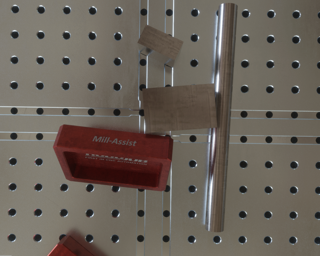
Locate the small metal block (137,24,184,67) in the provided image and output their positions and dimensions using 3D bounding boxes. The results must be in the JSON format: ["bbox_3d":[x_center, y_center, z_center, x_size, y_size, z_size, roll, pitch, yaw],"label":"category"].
[{"bbox_3d":[0.001,-0.104,0.401,0.050,0.050,0.025,25,90,-1],"label":"small metal block"}]

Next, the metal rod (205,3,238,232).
[{"bbox_3d":[0.082,-0.014,0.414,0.025,0.025,0.298,4,90,-1],"label":"metal rod"}]

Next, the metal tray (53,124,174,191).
[{"bbox_3d":[-0.054,0.040,0.379,0.131,0.090,0.030,7,55,-1],"label":"metal tray"}]

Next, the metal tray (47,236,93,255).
[{"bbox_3d":[-0.107,0.220,0.410,0.130,0.030,0.090,40,90,-1],"label":"metal tray"}]

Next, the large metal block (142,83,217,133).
[{"bbox_3d":[0.022,-0.023,0.386,0.081,0.080,0.050,-4,90,-1],"label":"large metal block"}]
